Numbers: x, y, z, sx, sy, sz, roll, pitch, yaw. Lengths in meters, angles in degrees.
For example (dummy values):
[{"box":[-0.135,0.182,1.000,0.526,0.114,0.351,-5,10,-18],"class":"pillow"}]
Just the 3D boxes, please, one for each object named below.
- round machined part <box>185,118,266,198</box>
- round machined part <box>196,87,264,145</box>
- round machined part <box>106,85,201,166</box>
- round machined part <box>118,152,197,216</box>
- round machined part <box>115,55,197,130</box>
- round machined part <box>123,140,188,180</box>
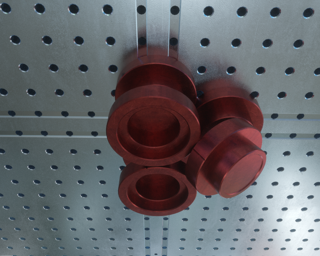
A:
[{"box":[0.081,0.041,0.352,0.099,0.042,0.097,-22,134,-24],"class":"round machined part"},{"box":[0.084,-0.001,0.401,0.099,0.042,0.097,0,130,0],"class":"round machined part"},{"box":[-0.007,-0.006,0.339,0.099,0.042,0.097,0,130,0],"class":"round machined part"},{"box":[-0.003,0.069,0.403,0.099,0.042,0.097,0,130,0],"class":"round machined part"},{"box":[-0.005,-0.034,0.372,0.099,0.042,0.097,0,130,0],"class":"round machined part"},{"box":[-0.004,0.041,0.436,0.099,0.042,0.097,0,130,0],"class":"round machined part"}]
